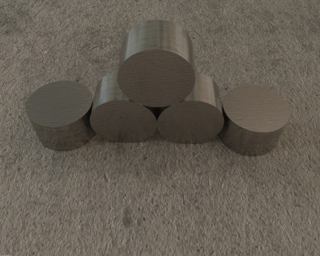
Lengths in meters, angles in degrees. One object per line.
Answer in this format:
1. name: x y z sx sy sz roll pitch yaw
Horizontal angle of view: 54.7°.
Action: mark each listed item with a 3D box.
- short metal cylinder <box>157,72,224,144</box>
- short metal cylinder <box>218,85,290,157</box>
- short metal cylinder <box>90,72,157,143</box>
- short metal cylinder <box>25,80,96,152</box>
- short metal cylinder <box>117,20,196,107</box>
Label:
1. short metal cylinder: 0.037 -0.023 0.389 0.080 0.080 0.050 0 49 0
2. short metal cylinder: 0.117 -0.010 0.397 0.081 0.050 0.080 0 50 0
3. short metal cylinder: -0.044 -0.024 0.389 0.080 0.080 0.050 0 50 0
4. short metal cylinder: -0.124 -0.016 0.401 0.081 0.050 0.080 0 50 0
5. short metal cylinder: -0.003 -0.068 0.336 0.080 0.080 0.050 1 51 0
